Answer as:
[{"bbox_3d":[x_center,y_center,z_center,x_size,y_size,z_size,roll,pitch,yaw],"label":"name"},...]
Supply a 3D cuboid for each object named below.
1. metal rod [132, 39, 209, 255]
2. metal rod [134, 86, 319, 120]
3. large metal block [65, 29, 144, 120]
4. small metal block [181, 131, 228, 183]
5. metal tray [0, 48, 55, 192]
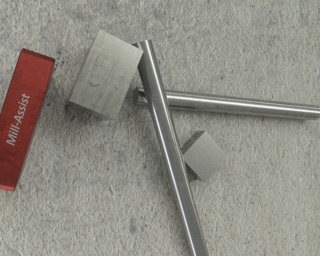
[{"bbox_3d":[0.017,0.039,0.398,0.025,0.025,0.298,-20,104,-19],"label":"metal rod"},{"bbox_3d":[0.111,-0.033,0.451,0.303,0.025,0.025,3,89,-21],"label":"metal rod"},{"bbox_3d":[-0.067,-0.055,0.355,0.050,0.080,0.080,23,82,-19],"label":"large metal block"},{"bbox_3d":[0.057,0.039,0.431,0.050,0.025,0.050,-46,105,-14],"label":"small metal block"},{"bbox_3d":[-0.144,-0.008,0.321,0.030,0.090,0.129,17,84,-20],"label":"metal tray"}]
